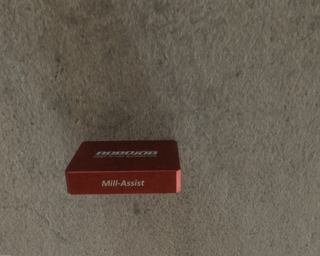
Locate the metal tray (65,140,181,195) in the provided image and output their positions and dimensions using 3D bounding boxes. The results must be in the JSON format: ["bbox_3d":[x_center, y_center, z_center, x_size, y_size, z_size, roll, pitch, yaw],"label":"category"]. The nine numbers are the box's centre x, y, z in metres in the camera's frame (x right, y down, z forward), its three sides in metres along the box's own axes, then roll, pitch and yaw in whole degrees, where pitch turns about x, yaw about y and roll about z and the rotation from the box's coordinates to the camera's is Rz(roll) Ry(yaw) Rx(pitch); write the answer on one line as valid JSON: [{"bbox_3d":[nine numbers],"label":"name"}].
[{"bbox_3d":[-0.042,0.047,0.391,0.131,0.090,0.030,-1,110,0],"label":"metal tray"}]
